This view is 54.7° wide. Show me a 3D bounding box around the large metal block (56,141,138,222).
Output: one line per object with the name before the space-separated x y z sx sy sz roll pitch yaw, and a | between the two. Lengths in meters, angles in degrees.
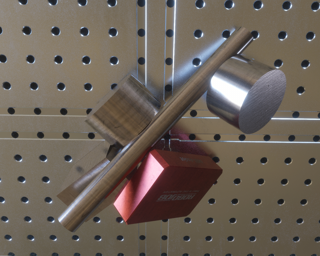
large metal block | -0.077 0.061 0.405 0.080 0.080 0.050 -38 106 12

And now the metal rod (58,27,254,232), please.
metal rod | 0.001 -0.004 0.355 0.025 0.025 0.300 45 82 -15

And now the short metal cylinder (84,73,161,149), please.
short metal cylinder | -0.045 -0.020 0.376 0.080 0.080 0.050 -41 105 13

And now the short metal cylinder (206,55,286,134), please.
short metal cylinder | 0.102 -0.040 0.366 0.081 0.050 0.079 -24 132 -29

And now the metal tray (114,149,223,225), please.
metal tray | 0.016 0.076 0.396 0.131 0.030 0.090 13 117 -50
